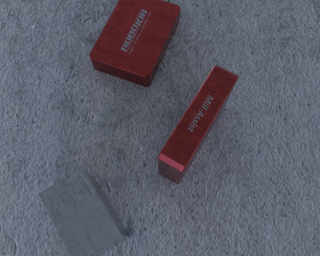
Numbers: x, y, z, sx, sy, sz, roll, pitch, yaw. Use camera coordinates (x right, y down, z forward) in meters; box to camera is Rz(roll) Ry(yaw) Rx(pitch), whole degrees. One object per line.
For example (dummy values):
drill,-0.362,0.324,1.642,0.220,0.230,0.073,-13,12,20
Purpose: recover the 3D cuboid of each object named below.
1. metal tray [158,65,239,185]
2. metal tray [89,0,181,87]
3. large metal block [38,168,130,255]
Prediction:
metal tray,0.044,-0.001,0.374,0.030,0.090,0.130,30,73,10
metal tray,-0.034,-0.133,0.454,0.090,0.030,0.130,20,71,7
large metal block,-0.079,0.099,0.342,0.050,0.080,0.080,-31,73,-11
